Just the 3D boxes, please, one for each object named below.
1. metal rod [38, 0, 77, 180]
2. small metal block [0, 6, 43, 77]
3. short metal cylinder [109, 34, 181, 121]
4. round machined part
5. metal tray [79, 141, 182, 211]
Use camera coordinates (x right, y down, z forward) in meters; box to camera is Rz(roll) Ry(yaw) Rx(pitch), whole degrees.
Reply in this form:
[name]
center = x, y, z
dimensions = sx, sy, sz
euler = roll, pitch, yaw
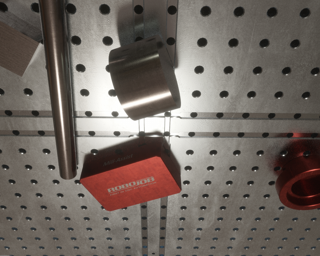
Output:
[metal rod]
center = -0.119, -0.044, 0.372
dimensions = 0.025, 0.025, 0.298
euler = 5, 130, -5
[small metal block]
center = -0.159, -0.091, 0.332
dimensions = 0.050, 0.025, 0.050
euler = 29, 124, -23
[short metal cylinder]
center = -0.014, -0.053, 0.331
dimensions = 0.050, 0.080, 0.080
euler = -16, 129, 12
[round machined part]
center = 0.226, 0.079, 0.472
dimensions = 0.099, 0.042, 0.097
euler = -1, 130, 0
[metal tray]
center = -0.043, 0.077, 0.474
dimensions = 0.130, 0.030, 0.090
euler = -18, 128, 14
